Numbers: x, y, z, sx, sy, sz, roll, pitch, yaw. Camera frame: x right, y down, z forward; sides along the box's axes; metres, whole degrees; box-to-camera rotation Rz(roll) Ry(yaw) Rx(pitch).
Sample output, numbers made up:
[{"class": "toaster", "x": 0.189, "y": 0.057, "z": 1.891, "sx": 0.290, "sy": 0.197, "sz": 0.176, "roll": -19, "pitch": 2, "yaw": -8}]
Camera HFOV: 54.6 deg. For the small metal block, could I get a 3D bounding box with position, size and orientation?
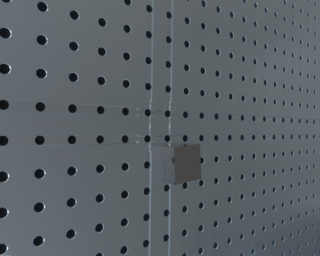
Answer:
[{"class": "small metal block", "x": 0.031, "y": 0.049, "z": 0.434, "sx": 0.050, "sy": 0.025, "sz": 0.050, "roll": -5, "pitch": 93, "yaw": -40}]
